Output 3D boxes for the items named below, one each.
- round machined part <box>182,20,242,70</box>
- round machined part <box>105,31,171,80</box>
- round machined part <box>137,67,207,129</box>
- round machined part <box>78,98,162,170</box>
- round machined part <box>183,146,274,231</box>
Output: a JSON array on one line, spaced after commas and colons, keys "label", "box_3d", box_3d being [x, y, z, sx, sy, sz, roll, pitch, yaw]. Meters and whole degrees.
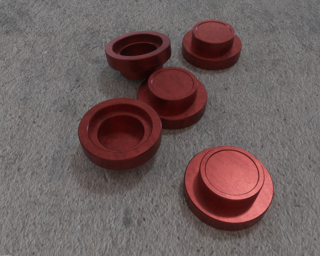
[{"label": "round machined part", "box_3d": [0.086, -0.143, 0.513, 0.099, 0.042, 0.098, 0, 50, 0]}, {"label": "round machined part", "box_3d": [-0.031, -0.109, 0.475, 0.099, 0.042, 0.098, -5, 39, 4]}, {"label": "round machined part", "box_3d": [0.017, -0.048, 0.433, 0.099, 0.042, 0.098, 0, 50, 0]}, {"label": "round machined part", "box_3d": [-0.047, 0.011, 0.382, 0.099, 0.042, 0.098, 0, 50, 0]}, {"label": "round machined part", "box_3d": [0.076, 0.059, 0.343, 0.099, 0.042, 0.098, 0, 50, 0]}]
